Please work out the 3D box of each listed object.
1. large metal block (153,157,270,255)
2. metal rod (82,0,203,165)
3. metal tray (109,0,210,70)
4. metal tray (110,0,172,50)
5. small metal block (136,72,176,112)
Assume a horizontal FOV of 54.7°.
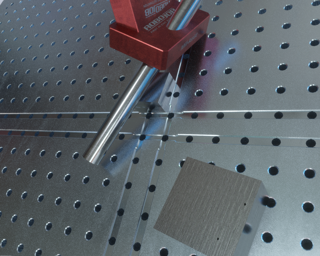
[{"bbox_3d":[0.053,0.085,0.312,0.080,0.050,0.080,16,70,34],"label":"large metal block"},{"bbox_3d":[-0.014,-0.083,0.422,0.025,0.025,0.299,32,89,37],"label":"metal rod"},{"bbox_3d":[0.002,-0.139,0.437,0.090,0.030,0.131,28,50,17],"label":"metal tray"},{"bbox_3d":[-0.016,-0.173,0.443,0.030,0.089,0.131,1,31,31],"label":"metal tray"},{"bbox_3d":[-0.011,-0.052,0.445,0.050,0.025,0.050,7,65,30],"label":"small metal block"}]
